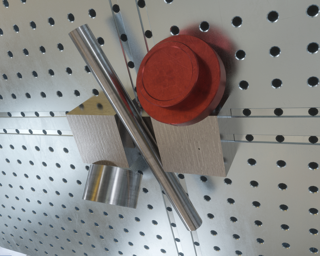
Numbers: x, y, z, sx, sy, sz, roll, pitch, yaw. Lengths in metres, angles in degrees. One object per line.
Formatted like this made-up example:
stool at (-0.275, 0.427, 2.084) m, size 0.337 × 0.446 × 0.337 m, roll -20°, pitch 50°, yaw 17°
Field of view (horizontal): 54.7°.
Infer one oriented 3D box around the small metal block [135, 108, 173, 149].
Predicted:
small metal block at (-0.010, 0.001, 0.418) m, size 0.050 × 0.025 × 0.050 m, roll 1°, pitch 119°, yaw 28°

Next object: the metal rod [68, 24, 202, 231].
metal rod at (-0.023, 0.011, 0.397) m, size 0.025 × 0.025 × 0.299 m, roll -19°, pitch 109°, yaw 35°

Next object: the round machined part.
round machined part at (0.016, -0.052, 0.328) m, size 0.098 × 0.042 × 0.097 m, roll -4°, pitch 82°, yaw 27°

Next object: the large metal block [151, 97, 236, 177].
large metal block at (0.043, 0.010, 0.379) m, size 0.080 × 0.050 × 0.080 m, roll 1°, pitch 119°, yaw 27°

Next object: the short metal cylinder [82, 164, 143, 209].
short metal cylinder at (-0.070, 0.087, 0.458) m, size 0.080 × 0.050 × 0.080 m, roll 9°, pitch 164°, yaw 3°

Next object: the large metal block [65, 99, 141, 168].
large metal block at (-0.074, 0.006, 0.439) m, size 0.080 × 0.050 × 0.080 m, roll 2°, pitch 120°, yaw 27°
